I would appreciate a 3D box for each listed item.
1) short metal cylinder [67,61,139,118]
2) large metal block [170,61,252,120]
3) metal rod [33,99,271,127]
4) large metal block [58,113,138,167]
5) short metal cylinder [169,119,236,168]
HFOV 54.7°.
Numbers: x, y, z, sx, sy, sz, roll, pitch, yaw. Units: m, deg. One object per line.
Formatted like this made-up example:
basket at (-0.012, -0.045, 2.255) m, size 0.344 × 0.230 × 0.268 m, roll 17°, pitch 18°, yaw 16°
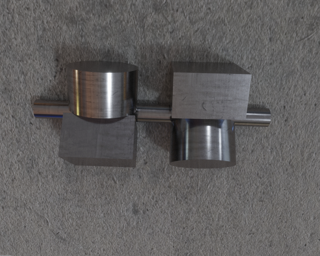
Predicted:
short metal cylinder at (-0.066, -0.048, 0.363) m, size 0.081 × 0.080 × 0.050 m, roll 3°, pitch 110°, yaw -2°
large metal block at (0.054, -0.047, 0.364) m, size 0.081 × 0.080 × 0.050 m, roll 1°, pitch 110°, yaw -1°
metal rod at (-0.009, -0.019, 0.406) m, size 0.302 × 0.025 × 0.025 m, roll 2°, pitch 110°, yaw -1°
large metal block at (-0.070, 0.018, 0.381) m, size 0.081 × 0.080 × 0.050 m, roll 2°, pitch 76°, yaw -2°
short metal cylinder at (0.052, 0.020, 0.383) m, size 0.081 × 0.080 × 0.050 m, roll 2°, pitch 75°, yaw -1°
